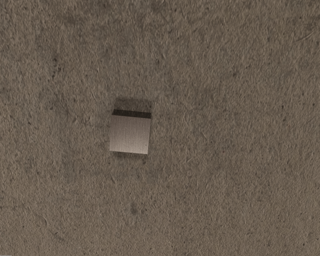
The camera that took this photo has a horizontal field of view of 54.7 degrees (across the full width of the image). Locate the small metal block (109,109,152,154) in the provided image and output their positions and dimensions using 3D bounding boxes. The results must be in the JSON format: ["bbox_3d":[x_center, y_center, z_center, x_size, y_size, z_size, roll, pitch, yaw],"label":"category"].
[{"bbox_3d":[-0.039,0.005,0.411,0.050,0.025,0.050,5,110,-3],"label":"small metal block"}]
